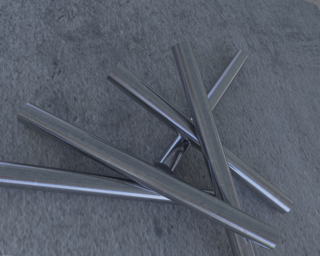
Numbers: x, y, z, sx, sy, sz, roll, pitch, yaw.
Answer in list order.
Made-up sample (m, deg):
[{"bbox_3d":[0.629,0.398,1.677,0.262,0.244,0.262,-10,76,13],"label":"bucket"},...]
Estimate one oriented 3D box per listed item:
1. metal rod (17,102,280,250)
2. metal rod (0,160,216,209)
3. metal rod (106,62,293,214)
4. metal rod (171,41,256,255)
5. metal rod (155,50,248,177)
[{"bbox_3d":[-0.013,0.051,0.335,0.301,0.025,0.025,27,52,1],"label":"metal rod"},{"bbox_3d":[-0.055,0.063,0.336,0.302,0.025,0.025,12,57,-22],"label":"metal rod"},{"bbox_3d":[0.060,0.021,0.396,0.301,0.025,0.025,37,50,-15],"label":"metal rod"},{"bbox_3d":[0.067,0.043,0.364,0.025,0.025,0.298,-13,84,-34],"label":"metal rod"},{"bbox_3d":[0.077,-0.040,0.471,0.025,0.025,0.301,40,51,-2],"label":"metal rod"}]
